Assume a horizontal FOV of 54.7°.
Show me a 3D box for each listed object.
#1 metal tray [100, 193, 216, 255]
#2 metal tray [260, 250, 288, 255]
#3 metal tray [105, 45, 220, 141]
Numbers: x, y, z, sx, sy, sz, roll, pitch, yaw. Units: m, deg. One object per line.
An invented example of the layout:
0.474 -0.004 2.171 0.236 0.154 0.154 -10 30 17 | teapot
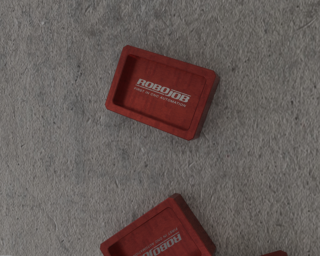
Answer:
-0.005 0.158 0.407 0.130 0.030 0.090 -38 78 16 | metal tray
0.101 0.205 0.359 0.130 0.030 0.090 -25 95 18 | metal tray
0.001 -0.047 0.405 0.130 0.030 0.089 21 97 18 | metal tray
